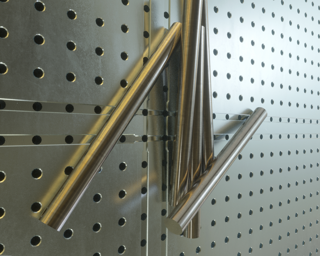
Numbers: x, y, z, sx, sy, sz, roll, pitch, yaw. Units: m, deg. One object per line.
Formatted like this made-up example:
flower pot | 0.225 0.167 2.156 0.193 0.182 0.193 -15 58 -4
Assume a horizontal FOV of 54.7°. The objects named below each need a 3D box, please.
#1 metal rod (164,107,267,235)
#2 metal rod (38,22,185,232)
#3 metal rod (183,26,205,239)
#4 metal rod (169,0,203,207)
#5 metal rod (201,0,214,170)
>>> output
metal rod | 0.100 0.044 0.465 0.302 0.025 0.025 -40 115 -43
metal rod | -0.043 -0.019 0.374 0.025 0.025 0.300 45 63 -31
metal rod | 0.048 0.007 0.444 0.025 0.025 0.298 -1 93 -40
metal rod | 0.035 -0.041 0.419 0.025 0.025 0.298 -1 97 -40
metal rod | 0.065 -0.060 0.465 0.025 0.025 0.298 -5 94 -40
